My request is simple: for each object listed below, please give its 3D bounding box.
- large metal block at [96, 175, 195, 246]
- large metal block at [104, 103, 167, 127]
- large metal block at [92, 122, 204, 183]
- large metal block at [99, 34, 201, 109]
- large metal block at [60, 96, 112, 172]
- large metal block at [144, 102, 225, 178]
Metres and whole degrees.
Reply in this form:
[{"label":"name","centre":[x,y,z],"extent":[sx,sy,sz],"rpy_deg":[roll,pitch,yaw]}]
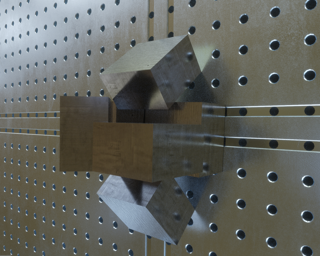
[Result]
[{"label":"large metal block","centre":[-0.016,0.091,0.380],"extent":[0.080,0.050,0.080],"rpy_deg":[3,137,40]},{"label":"large metal block","centre":[-0.036,0.006,0.425],"extent":[0.080,0.050,0.080],"rpy_deg":[9,96,39]},{"label":"large metal block","centre":[-0.011,0.020,0.318],"extent":[0.080,0.081,0.050],"rpy_deg":[2,91,40]},{"label":"large metal block","centre":[-0.010,-0.066,0.373],"extent":[0.080,0.080,0.050],"rpy_deg":[3,130,40]},{"label":"large metal block","centre":[-0.084,0.005,0.368],"extent":[0.050,0.080,0.080],"rpy_deg":[1,91,-5]},{"label":"large metal block","centre":[0.028,0.010,0.370],"extent":[0.080,0.050,0.080],"rpy_deg":[4,93,40]}]
